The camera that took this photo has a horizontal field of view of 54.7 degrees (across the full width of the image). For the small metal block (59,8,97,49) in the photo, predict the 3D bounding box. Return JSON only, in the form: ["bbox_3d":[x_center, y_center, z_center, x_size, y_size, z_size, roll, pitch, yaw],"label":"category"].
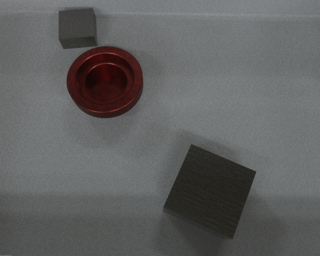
[{"bbox_3d":[-0.122,-0.148,0.462,0.050,0.025,0.050,-6,70,-3],"label":"small metal block"}]

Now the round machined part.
[{"bbox_3d":[-0.072,-0.058,0.421,0.099,0.042,0.098,0,70,-1],"label":"round machined part"}]

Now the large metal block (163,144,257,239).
[{"bbox_3d":[0.057,0.077,0.369,0.080,0.050,0.080,23,72,8],"label":"large metal block"}]
